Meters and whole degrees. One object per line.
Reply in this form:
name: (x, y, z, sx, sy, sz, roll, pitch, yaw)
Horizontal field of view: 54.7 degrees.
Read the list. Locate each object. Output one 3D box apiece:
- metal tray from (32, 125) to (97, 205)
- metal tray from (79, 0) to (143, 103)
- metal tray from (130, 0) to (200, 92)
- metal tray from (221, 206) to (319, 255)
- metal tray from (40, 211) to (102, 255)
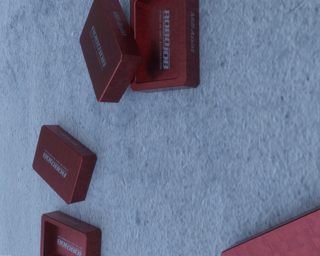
metal tray: (-0.170, 0.060, 0.538, 0.130, 0.030, 0.089, 30, 108, 35)
metal tray: (-0.073, -0.111, 0.434, 0.089, 0.030, 0.130, -51, 50, 42)
metal tray: (0.004, -0.114, 0.396, 0.090, 0.030, 0.129, -1, 90, 39)
metal tray: (0.133, 0.136, 0.292, 0.129, 0.030, 0.090, -40, 66, 32)
metal tray: (-0.155, 0.202, 0.525, 0.130, 0.030, 0.089, 5, 93, 39)
